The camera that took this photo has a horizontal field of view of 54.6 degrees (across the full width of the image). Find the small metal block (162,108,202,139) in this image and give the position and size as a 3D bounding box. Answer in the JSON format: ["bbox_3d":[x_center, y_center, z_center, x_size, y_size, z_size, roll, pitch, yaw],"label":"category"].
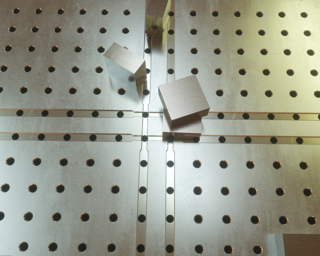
[{"bbox_3d":[0.029,-0.013,0.417,0.050,0.025,0.050,2,70,1],"label":"small metal block"}]

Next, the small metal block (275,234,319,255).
[{"bbox_3d":[0.165,0.149,0.358,0.050,0.025,0.050,1,70,0],"label":"small metal block"}]

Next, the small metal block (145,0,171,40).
[{"bbox_3d":[-0.002,-0.168,0.460,0.025,0.050,0.050,13,71,5],"label":"small metal block"}]

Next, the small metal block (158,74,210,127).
[{"bbox_3d":[0.030,-0.035,0.398,0.050,0.025,0.050,-18,71,-7],"label":"small metal block"}]

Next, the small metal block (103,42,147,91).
[{"bbox_3d":[-0.047,-0.084,0.429,0.050,0.050,0.025,32,73,11],"label":"small metal block"}]
